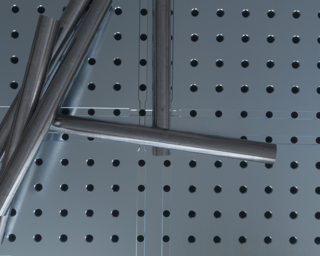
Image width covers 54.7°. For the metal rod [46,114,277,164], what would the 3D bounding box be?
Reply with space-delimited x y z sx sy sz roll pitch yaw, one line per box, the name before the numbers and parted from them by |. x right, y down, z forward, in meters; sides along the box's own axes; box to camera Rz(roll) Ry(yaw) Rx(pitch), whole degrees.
metal rod | -0.012 0.010 0.389 0.301 0.025 0.025 8 90 9

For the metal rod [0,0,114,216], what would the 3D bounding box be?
metal rod | -0.133 -0.037 0.388 0.025 0.025 0.299 24 80 -1

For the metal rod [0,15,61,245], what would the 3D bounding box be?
metal rod | -0.177 0.008 0.394 0.025 0.025 0.298 17 97 -1

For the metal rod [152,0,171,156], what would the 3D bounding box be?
metal rod | 0.002 -0.113 0.413 0.025 0.025 0.298 0 90 -1

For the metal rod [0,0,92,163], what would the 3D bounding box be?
metal rod | -0.148 -0.090 0.411 0.025 0.025 0.299 29 90 -1
